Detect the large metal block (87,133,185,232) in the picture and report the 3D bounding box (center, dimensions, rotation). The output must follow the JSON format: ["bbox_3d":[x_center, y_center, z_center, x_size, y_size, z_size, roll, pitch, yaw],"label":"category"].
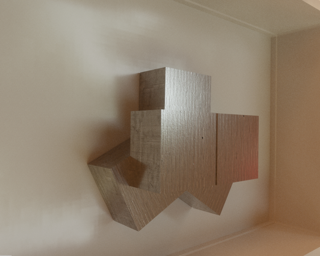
[{"bbox_3d":[-0.025,0.059,0.367,0.081,0.050,0.080,-33,111,-35],"label":"large metal block"}]

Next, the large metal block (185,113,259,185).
[{"bbox_3d":[0.078,0.024,0.387,0.081,0.050,0.080,1,90,-40],"label":"large metal block"}]

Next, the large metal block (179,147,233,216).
[{"bbox_3d":[0.058,0.064,0.435,0.080,0.050,0.080,41,65,-32],"label":"large metal block"}]

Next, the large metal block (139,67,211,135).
[{"bbox_3d":[0.021,-0.031,0.405,0.081,0.050,0.080,2,89,-40],"label":"large metal block"}]

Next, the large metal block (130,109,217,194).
[{"bbox_3d":[0.015,0.022,0.336,0.081,0.050,0.080,1,90,-40],"label":"large metal block"}]
